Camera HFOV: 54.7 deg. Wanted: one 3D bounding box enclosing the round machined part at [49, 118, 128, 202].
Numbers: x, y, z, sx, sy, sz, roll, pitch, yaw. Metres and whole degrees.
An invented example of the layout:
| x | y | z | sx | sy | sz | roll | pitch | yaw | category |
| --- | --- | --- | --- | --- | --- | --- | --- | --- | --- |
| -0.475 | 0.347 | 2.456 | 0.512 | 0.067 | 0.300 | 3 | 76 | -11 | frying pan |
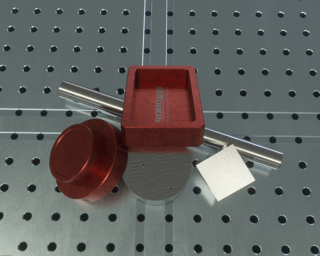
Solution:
| x | y | z | sx | sy | sz | roll | pitch | yaw | category |
| --- | --- | --- | --- | --- | --- | --- | --- | --- | --- |
| -0.089 | 0.033 | 0.361 | 0.098 | 0.042 | 0.098 | -15 | 61 | 29 | round machined part |

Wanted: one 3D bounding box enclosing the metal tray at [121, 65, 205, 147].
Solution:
| x | y | z | sx | sy | sz | roll | pitch | yaw | category |
| --- | --- | --- | --- | --- | --- | --- | --- | --- | --- |
| 0.003 | -0.032 | 0.386 | 0.091 | 0.030 | 0.130 | 0 | 41 | -1 | metal tray |

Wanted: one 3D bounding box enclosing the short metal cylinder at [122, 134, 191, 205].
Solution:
| x | y | z | sx | sy | sz | roll | pitch | yaw | category |
| --- | --- | --- | --- | --- | --- | --- | --- | --- | --- |
| -0.004 | 0.050 | 0.376 | 0.081 | 0.050 | 0.080 | 0 | 70 | 0 | short metal cylinder |

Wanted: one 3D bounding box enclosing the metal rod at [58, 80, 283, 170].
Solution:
| x | y | z | sx | sy | sz | roll | pitch | yaw | category |
| --- | --- | --- | --- | --- | --- | --- | --- | --- | --- |
| 0.009 | -0.006 | 0.410 | 0.301 | 0.025 | 0.025 | 19 | 71 | 6 | metal rod |

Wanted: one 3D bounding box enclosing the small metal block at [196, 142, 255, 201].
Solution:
| x | y | z | sx | sy | sz | roll | pitch | yaw | category |
| --- | --- | --- | --- | --- | --- | --- | --- | --- | --- |
| 0.078 | 0.052 | 0.377 | 0.050 | 0.025 | 0.050 | -31 | 89 | 6 | small metal block |
